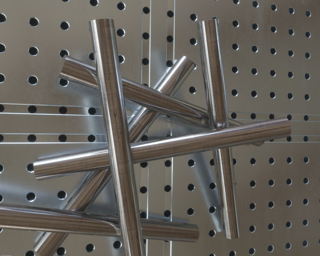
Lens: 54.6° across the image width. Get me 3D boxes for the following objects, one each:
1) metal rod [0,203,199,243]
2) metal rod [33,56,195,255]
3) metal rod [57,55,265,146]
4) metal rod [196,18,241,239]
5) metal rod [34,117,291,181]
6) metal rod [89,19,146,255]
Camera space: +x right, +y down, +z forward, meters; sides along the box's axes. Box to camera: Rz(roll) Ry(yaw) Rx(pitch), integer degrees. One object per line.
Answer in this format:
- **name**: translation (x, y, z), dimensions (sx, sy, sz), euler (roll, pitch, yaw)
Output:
- **metal rod**: translation (-0.081, 0.111, 0.358), dimensions (0.302, 0.025, 0.025), euler (16, 85, -29)
- **metal rod**: translation (-0.050, 0.027, 0.393), dimensions (0.025, 0.025, 0.300), euler (40, 77, -16)
- **metal rod**: translation (0.023, -0.025, 0.396), dimensions (0.302, 0.025, 0.025), euler (18, 84, -28)
- **metal rod**: translation (0.079, 0.015, 0.404), dimensions (0.025, 0.025, 0.298), euler (-17, 110, -19)
- **metal rod**: translation (0.007, 0.024, 0.370), dimensions (0.302, 0.025, 0.025), euler (-10, 94, -4)
- **metal rod**: translation (-0.042, 0.038, 0.340), dimensions (0.025, 0.025, 0.298), euler (-10, 101, -20)
